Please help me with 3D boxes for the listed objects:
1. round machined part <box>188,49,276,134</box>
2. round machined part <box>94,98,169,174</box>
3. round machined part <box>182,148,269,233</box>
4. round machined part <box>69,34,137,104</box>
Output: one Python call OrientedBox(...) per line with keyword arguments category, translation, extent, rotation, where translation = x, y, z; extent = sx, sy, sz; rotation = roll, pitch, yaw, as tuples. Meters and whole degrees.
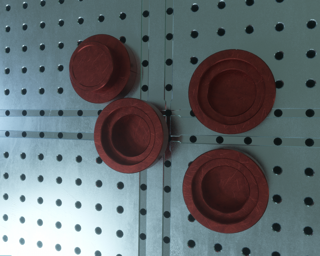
OrientedBox(category="round machined part", translation=(0.087, -0.042, 0.373), extent=(0.098, 0.042, 0.097), rotation=(0, 90, 19))
OrientedBox(category="round machined part", translation=(-0.035, 0.010, 0.415), extent=(0.098, 0.042, 0.097), rotation=(0, 90, 19))
OrientedBox(category="round machined part", translation=(0.080, 0.072, 0.375), extent=(0.098, 0.042, 0.097), rotation=(0, 90, 19))
OrientedBox(category="round machined part", translation=(-0.086, -0.083, 0.433), extent=(0.098, 0.042, 0.097), rotation=(0, 90, 19))
